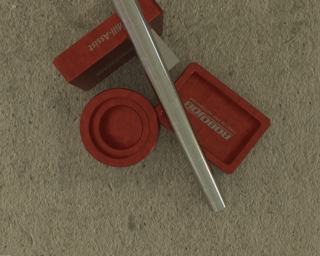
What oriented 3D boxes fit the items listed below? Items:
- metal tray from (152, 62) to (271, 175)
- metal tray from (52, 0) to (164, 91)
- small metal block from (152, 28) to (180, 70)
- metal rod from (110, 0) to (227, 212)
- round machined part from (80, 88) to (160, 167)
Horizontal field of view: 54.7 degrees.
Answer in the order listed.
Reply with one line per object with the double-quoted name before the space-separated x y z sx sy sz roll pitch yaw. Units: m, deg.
"metal tray" 0.066 -0.012 0.409 0.130 0.030 0.090 38 90 -1
"metal tray" -0.057 -0.099 0.377 0.130 0.090 0.030 -37 90 0
"small metal block" -0.005 -0.096 0.394 0.025 0.050 0.050 -43 105 2
"metal rod" 0.016 -0.021 0.358 0.025 0.025 0.299 -26 112 0
"round machined part" -0.048 -0.001 0.398 0.099 0.042 0.097 0 93 5
